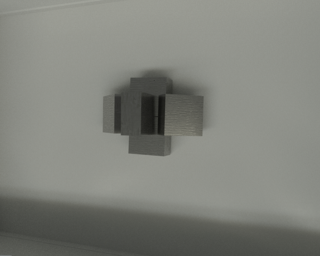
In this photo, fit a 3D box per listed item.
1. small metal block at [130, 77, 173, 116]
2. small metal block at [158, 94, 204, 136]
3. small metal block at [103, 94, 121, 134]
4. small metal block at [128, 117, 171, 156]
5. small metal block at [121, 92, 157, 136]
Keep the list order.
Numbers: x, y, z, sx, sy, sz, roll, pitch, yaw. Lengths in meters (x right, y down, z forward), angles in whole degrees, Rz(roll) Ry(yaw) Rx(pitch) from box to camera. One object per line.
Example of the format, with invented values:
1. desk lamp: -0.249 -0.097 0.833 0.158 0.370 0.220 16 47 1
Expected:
1. small metal block: -0.012 -0.040 0.412 0.050 0.025 0.050 3 91 19
2. small metal block: 0.025 -0.016 0.387 0.050 0.025 0.050 1 91 -20
3. small metal block: -0.057 -0.018 0.414 0.050 0.025 0.050 2 91 63
4. small metal block: -0.013 0.010 0.413 0.050 0.025 0.050 3 91 20
5. small metal block: -0.025 -0.016 0.377 0.025 0.050 0.050 1 90 19
